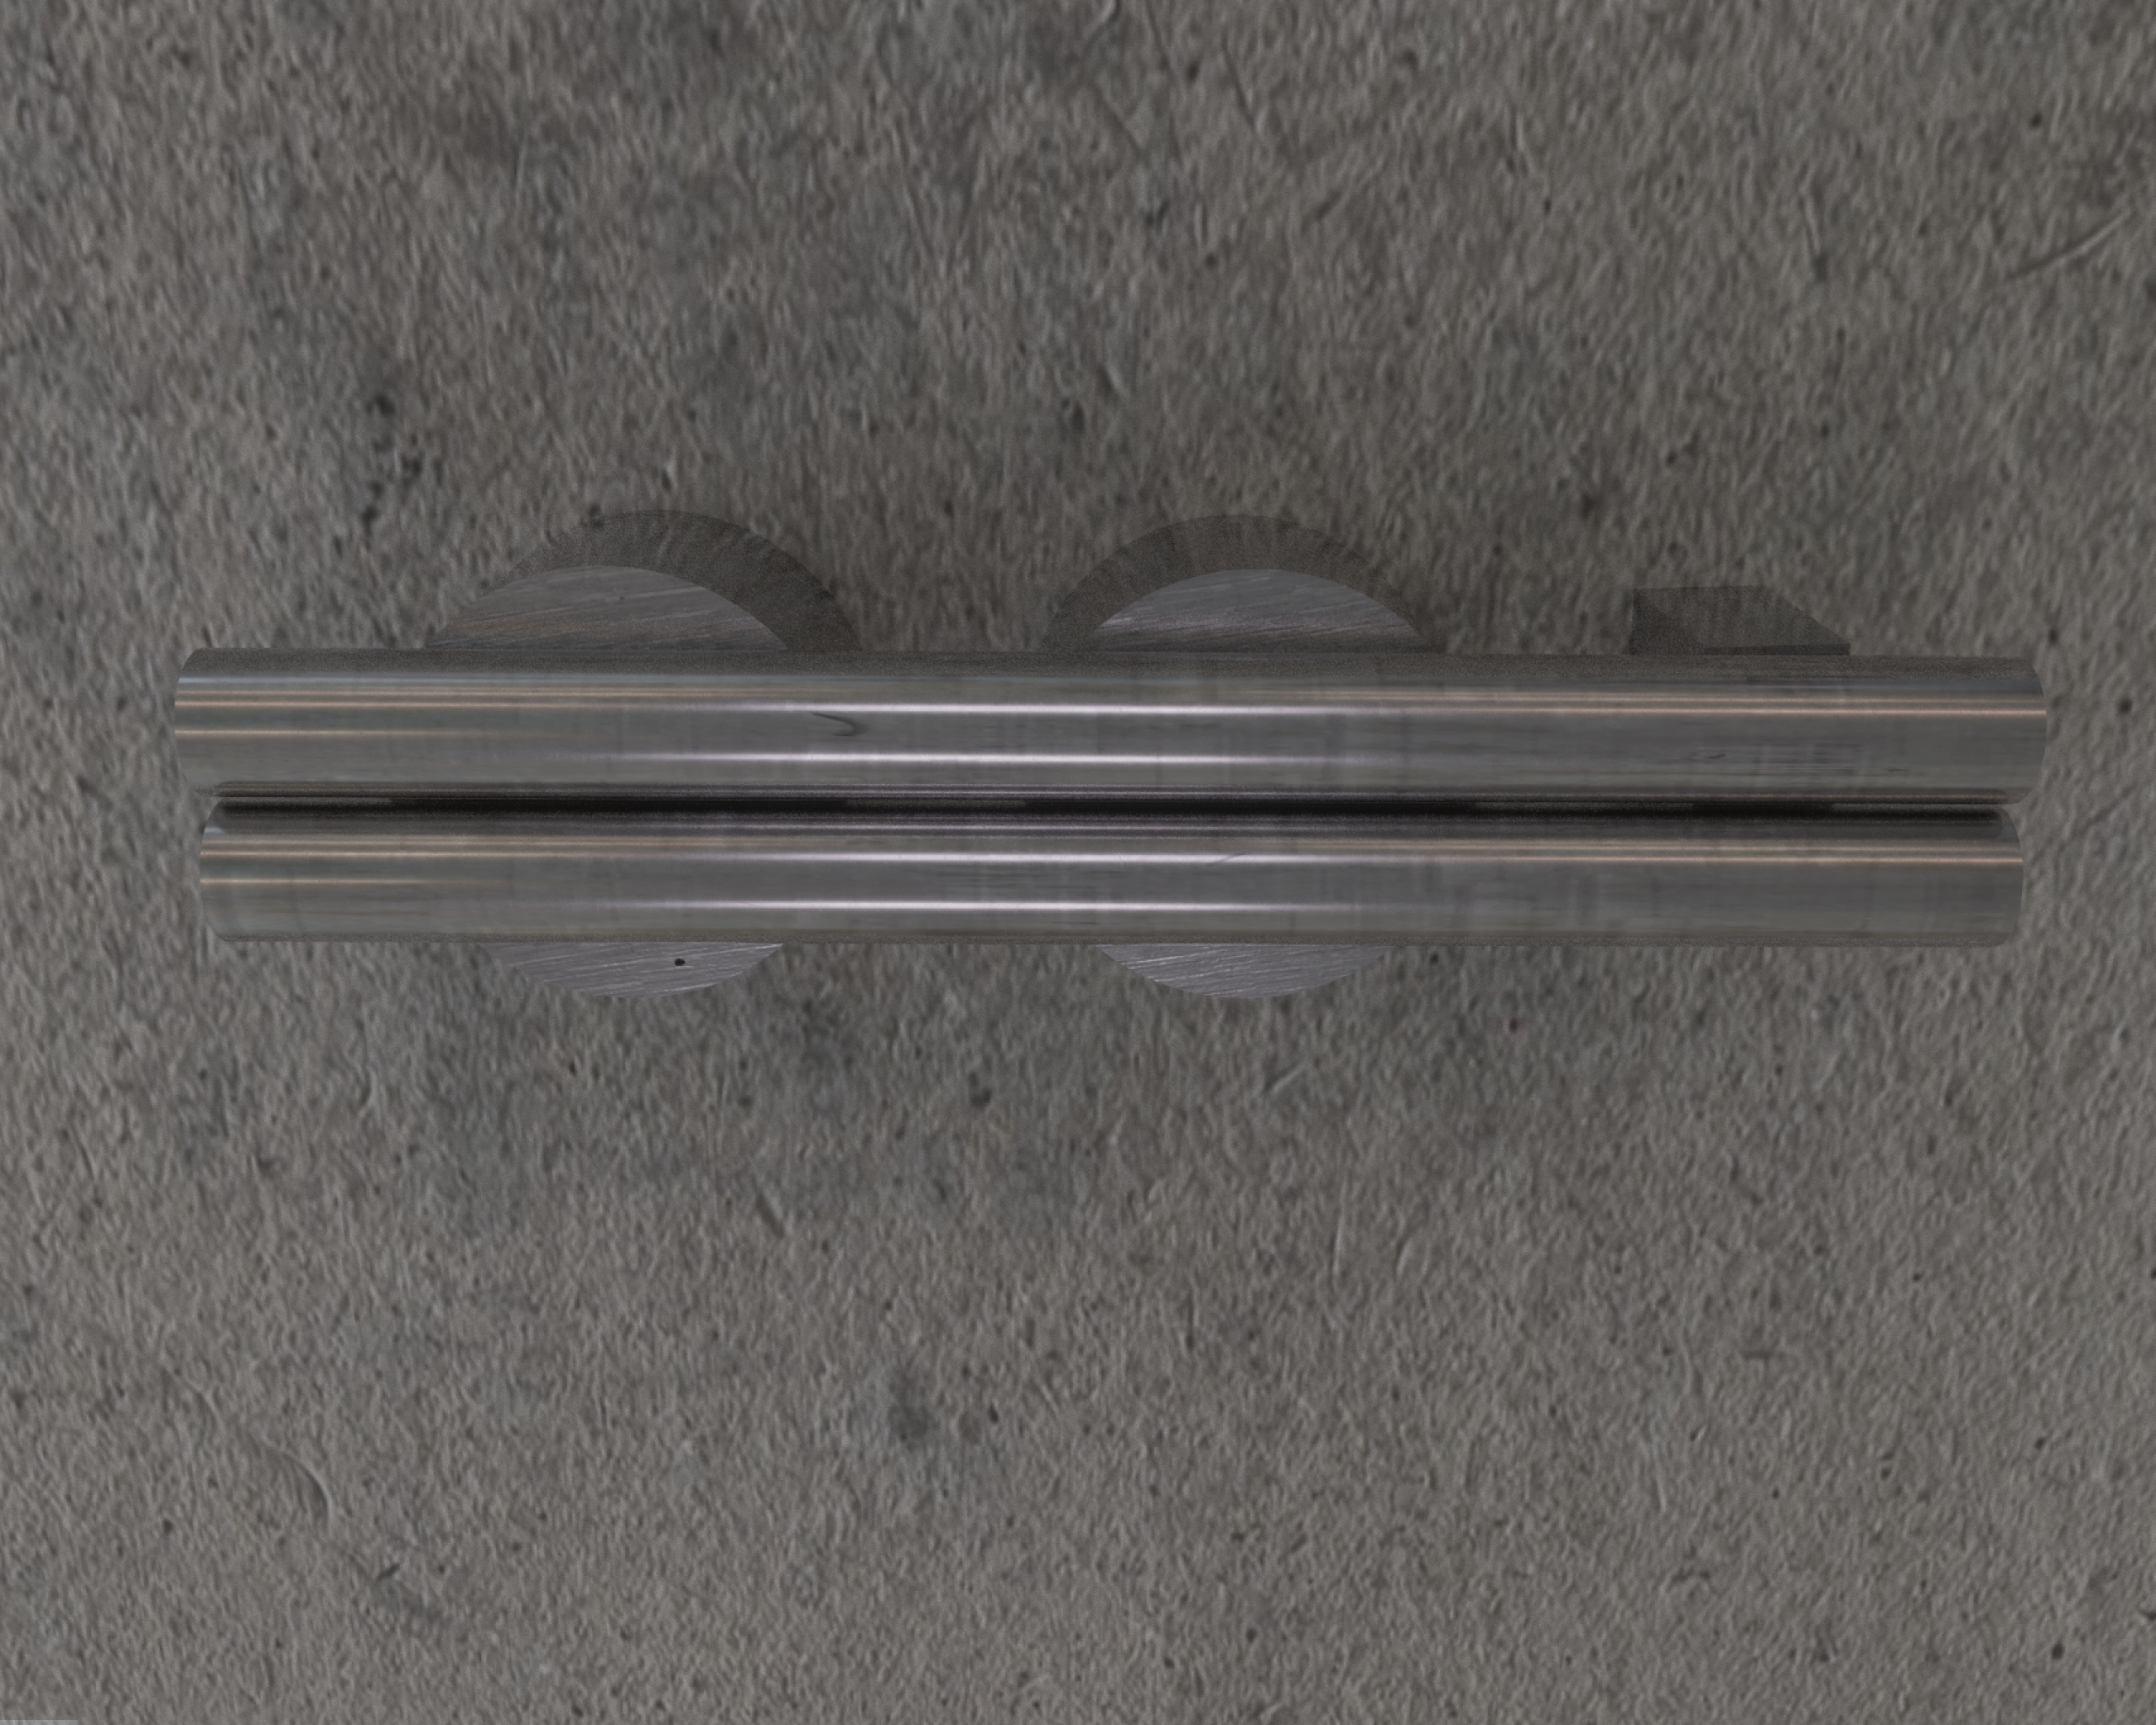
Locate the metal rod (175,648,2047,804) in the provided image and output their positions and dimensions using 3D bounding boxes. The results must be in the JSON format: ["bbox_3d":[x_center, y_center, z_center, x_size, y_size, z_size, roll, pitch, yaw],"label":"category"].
[{"bbox_3d":[0.006,-0.023,0.349,0.302,0.025,0.025,0,110,-1],"label":"metal rod"}]

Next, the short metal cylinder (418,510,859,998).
[{"bbox_3d":[-0.080,-0.021,0.388,0.081,0.050,0.079,0,110,0],"label":"short metal cylinder"}]

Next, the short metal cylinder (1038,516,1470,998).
[{"bbox_3d":[0.030,-0.021,0.391,0.081,0.050,0.079,0,110,0],"label":"short metal cylinder"}]

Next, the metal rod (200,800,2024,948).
[{"bbox_3d":[0.006,0.002,0.358,0.302,0.025,0.025,0,110,-1],"label":"metal rod"}]

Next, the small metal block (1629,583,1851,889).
[{"bbox_3d":[0.121,-0.022,0.392,0.025,0.050,0.050,-2,110,0],"label":"small metal block"}]
